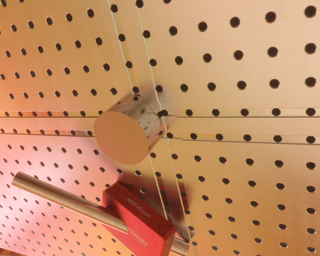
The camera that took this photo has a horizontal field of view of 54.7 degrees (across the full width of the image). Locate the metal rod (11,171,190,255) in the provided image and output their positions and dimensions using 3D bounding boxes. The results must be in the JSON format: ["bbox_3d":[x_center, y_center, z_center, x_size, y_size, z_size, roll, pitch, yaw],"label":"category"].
[{"bbox_3d":[-0.094,0.142,0.505,0.301,0.025,0.025,24,128,-3],"label":"metal rod"}]

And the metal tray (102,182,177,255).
[{"bbox_3d":[-0.040,0.159,0.505,0.130,0.030,0.089,32,130,26],"label":"metal tray"}]

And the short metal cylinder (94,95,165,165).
[{"bbox_3d":[-0.041,0.002,0.416,0.080,0.050,0.079,13,124,20],"label":"short metal cylinder"}]
